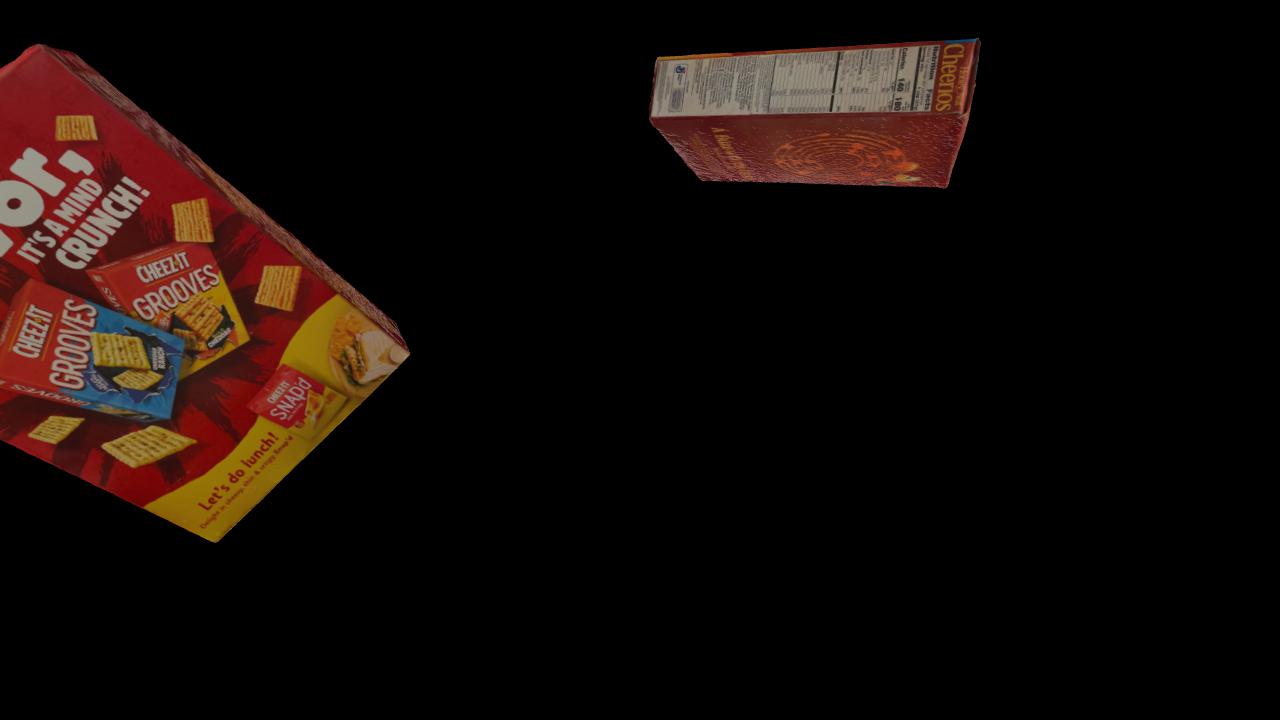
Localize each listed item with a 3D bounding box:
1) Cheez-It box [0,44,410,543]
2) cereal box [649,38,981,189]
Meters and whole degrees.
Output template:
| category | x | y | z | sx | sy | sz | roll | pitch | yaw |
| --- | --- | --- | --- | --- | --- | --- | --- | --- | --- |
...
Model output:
| category | x | y | z | sx | sy | sz | roll | pitch | yaw |
| --- | --- | --- | --- | --- | --- | --- | --- | --- | --- |
| Cheez-It box | -0.273 | -0.023 | 0.342 | 0.223 | 0.166 | 0.071 | 49 | -8 | -36 |
| cereal box | 0.188 | -0.258 | 0.674 | 0.306 | 0.081 | 0.203 | 8 | 0 | 23 |
